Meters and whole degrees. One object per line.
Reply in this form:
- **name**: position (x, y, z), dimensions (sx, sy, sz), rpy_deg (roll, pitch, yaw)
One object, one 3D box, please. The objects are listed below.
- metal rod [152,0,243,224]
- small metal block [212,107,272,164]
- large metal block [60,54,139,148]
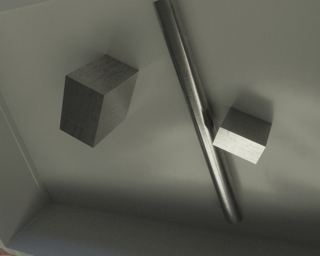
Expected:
- **metal rod**: position (0.053, -0.005, 0.376), dimensions (0.025, 0.025, 0.298), rpy_deg (-8, 115, 31)
- **small metal block**: position (0.093, 0.007, 0.347), dimensions (0.050, 0.050, 0.025), rpy_deg (25, 127, 12)
- **large metal block**: position (-0.076, -0.036, 0.389), dimensions (0.050, 0.080, 0.079), rpy_deg (28, 128, 10)
